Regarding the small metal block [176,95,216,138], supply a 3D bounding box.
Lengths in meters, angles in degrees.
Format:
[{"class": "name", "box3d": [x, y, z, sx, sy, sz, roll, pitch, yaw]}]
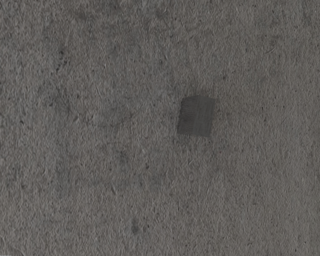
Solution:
[{"class": "small metal block", "box3d": [0.047, -0.015, 0.413, 0.025, 0.050, 0.050, 11, 86, -20]}]
